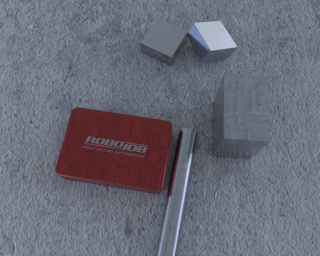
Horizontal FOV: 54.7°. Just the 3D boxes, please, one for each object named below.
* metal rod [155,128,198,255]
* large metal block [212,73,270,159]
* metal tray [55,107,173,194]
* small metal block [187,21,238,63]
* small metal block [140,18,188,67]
[{"bbox_3d":[0.008,0.142,0.356,0.025,0.025,0.299,11,70,3],"label":"metal rod"},{"bbox_3d":[0.097,-0.011,0.384,0.050,0.080,0.080,5,70,1],"label":"large metal block"},{"bbox_3d":[-0.055,0.028,0.394,0.131,0.030,0.090,9,70,3],"label":"metal tray"},{"bbox_3d":[0.074,-0.125,0.445,0.050,0.025,0.050,-16,70,-30],"label":"small metal block"},{"bbox_3d":[0.006,-0.126,0.454,0.050,0.025,0.050,27,72,9],"label":"small metal block"}]
